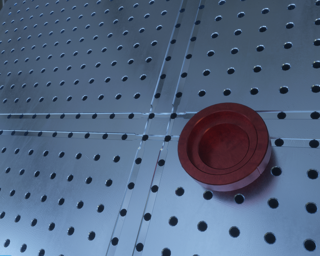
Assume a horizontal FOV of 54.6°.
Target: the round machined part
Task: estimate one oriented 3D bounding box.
[{"bbox_3d":[0.073,0.024,0.345,0.098,0.042,0.098,-13,56,21],"label":"round machined part"}]
